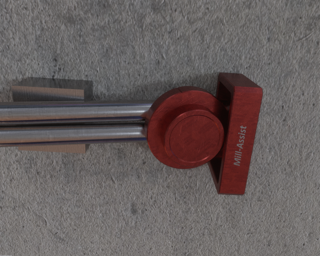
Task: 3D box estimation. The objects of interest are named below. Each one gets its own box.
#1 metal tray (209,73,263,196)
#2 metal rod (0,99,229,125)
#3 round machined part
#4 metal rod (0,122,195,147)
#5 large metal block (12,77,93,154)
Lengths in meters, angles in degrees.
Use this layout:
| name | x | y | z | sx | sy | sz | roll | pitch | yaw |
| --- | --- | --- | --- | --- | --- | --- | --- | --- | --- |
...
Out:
| name | x | y | z | sx | sy | sz | roll | pitch | yaw |
| --- | --- | --- | --- | --- | --- | --- | --- | --- | --- |
| metal tray | 0.087 | 0.004 | 0.379 | 0.030 | 0.090 | 0.129 | 3 | 110 | -2 |
| metal rod | -0.065 | -0.019 | 0.355 | 0.302 | 0.025 | 0.025 | -2 | 111 | -13 |
| round machined part | 0.034 | 0.005 | 0.352 | 0.099 | 0.042 | 0.097 | -4 | 113 | -10 |
| metal rod | -0.067 | 0.006 | 0.364 | 0.302 | 0.025 | 0.025 | -2 | 111 | -14 |
| large metal block | -0.129 | -0.017 | 0.386 | 0.081 | 0.050 | 0.079 | 3 | 110 | -2 |
